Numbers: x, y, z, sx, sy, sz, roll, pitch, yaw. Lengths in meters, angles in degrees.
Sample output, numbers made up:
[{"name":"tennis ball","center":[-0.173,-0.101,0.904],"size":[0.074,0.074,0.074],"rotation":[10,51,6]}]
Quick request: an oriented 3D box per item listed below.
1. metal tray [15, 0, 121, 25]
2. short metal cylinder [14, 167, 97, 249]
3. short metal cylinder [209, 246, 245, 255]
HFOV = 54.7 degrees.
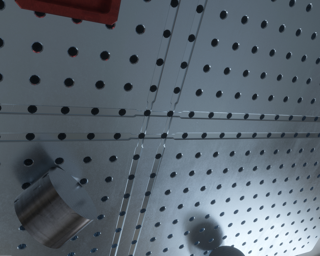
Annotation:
[{"name":"metal tray","center":[-0.072,-0.164,0.266],"size":[0.091,0.030,0.129],"rotation":[1,118,-29]},{"name":"short metal cylinder","center":[-0.121,0.093,0.367],"size":[0.050,0.080,0.080],"rotation":[-41,130,0]},{"name":"short metal cylinder","center":[0.138,0.290,0.631],"size":[0.081,0.080,0.050],"rotation":[-21,127,-16]}]
